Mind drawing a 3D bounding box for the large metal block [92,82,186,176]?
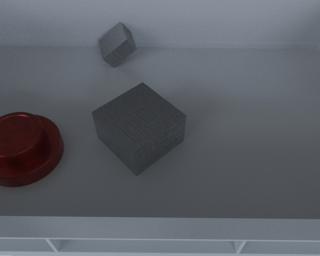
[{"bbox_3d":[-0.025,-0.001,0.390,0.080,0.050,0.080,-35,59,-26],"label":"large metal block"}]

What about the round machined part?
[{"bbox_3d":[-0.172,0.019,0.376,0.099,0.042,0.098,0,50,0],"label":"round machined part"}]

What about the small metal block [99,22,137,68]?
[{"bbox_3d":[-0.069,-0.134,0.501,0.050,0.025,0.050,-34,49,19],"label":"small metal block"}]
